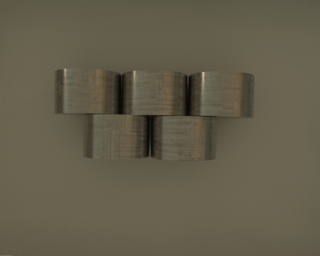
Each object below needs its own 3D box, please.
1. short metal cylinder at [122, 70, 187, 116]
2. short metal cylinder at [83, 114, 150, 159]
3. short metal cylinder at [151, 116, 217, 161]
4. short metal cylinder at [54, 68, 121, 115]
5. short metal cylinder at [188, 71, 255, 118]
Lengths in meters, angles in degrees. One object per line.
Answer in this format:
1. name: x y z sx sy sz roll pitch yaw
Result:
1. short metal cylinder: -0.007 -0.039 0.382 0.081 0.080 0.050 1 90 0
2. short metal cylinder: -0.053 0.009 0.382 0.081 0.080 0.050 1 90 0
3. short metal cylinder: 0.029 0.011 0.382 0.081 0.080 0.050 1 90 0
4. short metal cylinder: -0.088 -0.041 0.381 0.081 0.080 0.050 1 90 0
5. short metal cylinder: 0.074 -0.038 0.383 0.081 0.080 0.050 2 90 0
